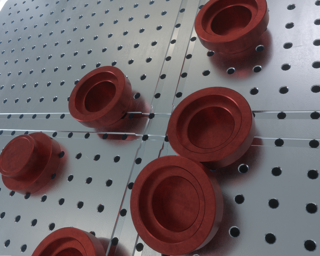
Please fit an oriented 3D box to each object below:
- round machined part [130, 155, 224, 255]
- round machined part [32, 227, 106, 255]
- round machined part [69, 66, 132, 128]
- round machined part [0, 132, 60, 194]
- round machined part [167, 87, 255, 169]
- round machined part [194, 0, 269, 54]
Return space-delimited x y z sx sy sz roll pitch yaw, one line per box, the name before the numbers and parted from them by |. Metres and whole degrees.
round machined part | 0.020 0.079 0.327 0.098 0.042 0.098 -7 76 30
round machined part | -0.101 0.166 0.349 0.098 0.042 0.098 -13 56 21
round machined part | -0.085 -0.043 0.470 0.098 0.042 0.098 -13 56 21
round machined part | -0.207 0.049 0.478 0.098 0.042 0.098 -13 56 21
round machined part | 0.062 0.003 0.364 0.098 0.042 0.098 -13 56 21
round machined part | 0.101 -0.143 0.433 0.098 0.042 0.098 -13 56 21
